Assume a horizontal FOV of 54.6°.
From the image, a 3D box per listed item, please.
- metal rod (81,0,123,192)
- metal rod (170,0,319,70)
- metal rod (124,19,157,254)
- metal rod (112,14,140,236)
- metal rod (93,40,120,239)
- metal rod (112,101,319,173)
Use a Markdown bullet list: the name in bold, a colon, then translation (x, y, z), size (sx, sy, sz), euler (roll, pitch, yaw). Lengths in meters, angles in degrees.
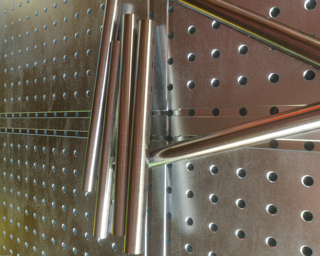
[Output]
- **metal rod**: translation (-0.093, -0.046, 0.487), size (0.025, 0.025, 0.298), euler (16, 100, 39)
- **metal rod**: translation (0.098, -0.110, 0.329), size (0.300, 0.025, 0.025), euler (40, 114, 33)
- **metal rod**: translation (-0.025, 0.004, 0.403), size (0.025, 0.025, 0.299), euler (-4, 79, 40)
- **metal rod**: translation (-0.046, -0.010, 0.423), size (0.025, 0.025, 0.299), euler (-6, 79, 40)
- **metal rod**: translation (-0.076, 0.021, 0.473), size (0.025, 0.025, 0.298), euler (11, 97, 39)
- **metal rod**: translation (0.050, 0.021, 0.368), size (0.299, 0.025, 0.025), euler (-18, 78, 38)
